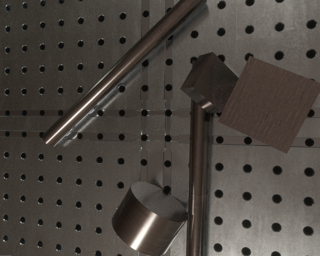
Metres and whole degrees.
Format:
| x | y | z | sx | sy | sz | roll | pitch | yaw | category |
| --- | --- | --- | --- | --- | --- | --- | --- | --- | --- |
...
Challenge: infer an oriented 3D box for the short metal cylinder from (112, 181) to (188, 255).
| x | y | z | sx | sy | sz | roll | pitch | yaw | category |
| --- | --- | --- | --- | --- | --- | --- | --- | --- | --- |
| -0.012 | 0.111 | 0.387 | 0.080 | 0.080 | 0.050 | 33 | 101 | 16 | short metal cylinder |

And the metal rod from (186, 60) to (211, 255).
| x | y | z | sx | sy | sz | roll | pitch | yaw | category |
| --- | --- | --- | --- | --- | --- | --- | --- | --- | --- |
| 0.049 | 0.064 | 0.394 | 0.025 | 0.025 | 0.298 | 2 | 91 | 19 | metal rod |

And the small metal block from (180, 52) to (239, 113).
| x | y | z | sx | sy | sz | roll | pitch | yaw | category |
| --- | --- | --- | --- | --- | --- | --- | --- | --- | --- |
| 0.060 | -0.053 | 0.368 | 0.025 | 0.050 | 0.050 | 3 | 60 | 59 | small metal block |

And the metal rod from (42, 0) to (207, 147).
| x | y | z | sx | sy | sz | roll | pitch | yaw | category |
| --- | --- | --- | --- | --- | --- | --- | --- | --- | --- |
| -0.058 | -0.076 | 0.431 | 0.299 | 0.025 | 0.025 | -41 | 78 | 15 | metal rod |

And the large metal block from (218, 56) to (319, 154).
| x | y | z | sx | sy | sz | roll | pitch | yaw | category |
| --- | --- | --- | --- | --- | --- | --- | --- | --- | --- |
| 0.124 | -0.026 | 0.355 | 0.080 | 0.050 | 0.080 | 27 | 99 | 17 | large metal block |
